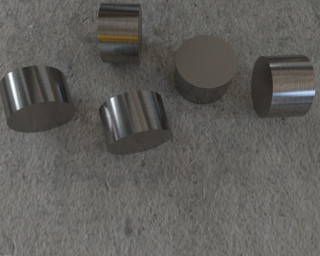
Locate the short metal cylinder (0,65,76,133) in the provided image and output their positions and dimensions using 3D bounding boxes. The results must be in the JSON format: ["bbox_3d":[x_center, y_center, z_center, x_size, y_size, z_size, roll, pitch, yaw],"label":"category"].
[{"bbox_3d":[-0.153,-0.034,0.390,0.081,0.080,0.050,-19,72,-7],"label":"short metal cylinder"}]

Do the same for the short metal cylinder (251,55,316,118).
[{"bbox_3d":[0.156,-0.053,0.400,0.050,0.080,0.080,-3,70,-1],"label":"short metal cylinder"}]

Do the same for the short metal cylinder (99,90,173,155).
[{"bbox_3d":[-0.030,-0.005,0.380,0.081,0.080,0.050,-14,71,-5],"label":"short metal cylinder"}]

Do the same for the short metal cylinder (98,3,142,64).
[{"bbox_3d":[-0.052,-0.129,0.425,0.050,0.080,0.080,2,70,0],"label":"short metal cylinder"}]

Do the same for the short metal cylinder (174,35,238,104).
[{"bbox_3d":[0.060,-0.079,0.424,0.081,0.050,0.080,0,70,0],"label":"short metal cylinder"}]
